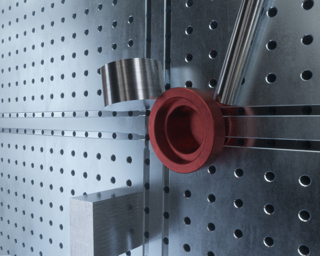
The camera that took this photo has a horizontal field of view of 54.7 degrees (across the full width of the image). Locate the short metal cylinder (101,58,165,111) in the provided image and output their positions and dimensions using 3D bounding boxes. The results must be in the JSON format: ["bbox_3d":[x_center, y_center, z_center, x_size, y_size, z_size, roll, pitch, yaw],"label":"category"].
[{"bbox_3d":[-0.034,-0.053,0.400,0.080,0.081,0.050,-11,83,39],"label":"short metal cylinder"}]

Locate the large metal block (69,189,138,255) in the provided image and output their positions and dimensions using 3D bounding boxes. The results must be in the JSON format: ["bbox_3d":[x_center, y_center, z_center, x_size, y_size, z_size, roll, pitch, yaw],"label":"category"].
[{"bbox_3d":[-0.077,0.134,0.435,0.050,0.081,0.079,-2,89,40],"label":"large metal block"}]

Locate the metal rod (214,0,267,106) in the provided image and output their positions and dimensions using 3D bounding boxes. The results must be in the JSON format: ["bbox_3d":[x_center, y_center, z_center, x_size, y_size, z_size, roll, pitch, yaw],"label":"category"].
[{"bbox_3d":[0.108,-0.170,0.318,0.025,0.025,0.298,23,105,37],"label":"metal rod"}]

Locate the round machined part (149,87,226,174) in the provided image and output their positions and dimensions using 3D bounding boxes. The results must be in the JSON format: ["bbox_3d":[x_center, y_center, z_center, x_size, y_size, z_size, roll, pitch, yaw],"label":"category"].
[{"bbox_3d":[0.035,0.001,0.363,0.098,0.042,0.097,7,100,44],"label":"round machined part"}]
